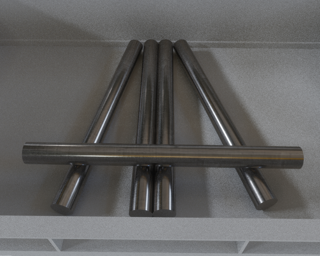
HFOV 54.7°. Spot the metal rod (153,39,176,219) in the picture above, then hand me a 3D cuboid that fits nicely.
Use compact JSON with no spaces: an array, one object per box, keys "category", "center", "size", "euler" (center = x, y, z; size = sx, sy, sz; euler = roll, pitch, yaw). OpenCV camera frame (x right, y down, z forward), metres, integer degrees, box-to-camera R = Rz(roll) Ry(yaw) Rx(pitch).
[{"category":"metal rod","center":[0.007,-0.024,0.423],"size":[0.025,0.025,0.300],"euler":[1,50,1]}]

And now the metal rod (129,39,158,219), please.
[{"category":"metal rod","center":[-0.017,-0.023,0.423],"size":[0.025,0.025,0.300],"euler":[1,50,1]}]

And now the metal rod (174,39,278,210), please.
[{"category":"metal rod","center":[0.075,-0.028,0.427],"size":[0.025,0.025,0.300],"euler":[-12,51,-10]}]

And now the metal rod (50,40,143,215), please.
[{"category":"metal rod","center":[-0.073,-0.025,0.424],"size":[0.025,0.025,0.300],"euler":[10,51,8]}]

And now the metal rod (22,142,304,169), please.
[{"category":"metal rod","center":[0.003,0.030,0.344],"size":[0.302,0.025,0.025],"euler":[1,50,1]}]
